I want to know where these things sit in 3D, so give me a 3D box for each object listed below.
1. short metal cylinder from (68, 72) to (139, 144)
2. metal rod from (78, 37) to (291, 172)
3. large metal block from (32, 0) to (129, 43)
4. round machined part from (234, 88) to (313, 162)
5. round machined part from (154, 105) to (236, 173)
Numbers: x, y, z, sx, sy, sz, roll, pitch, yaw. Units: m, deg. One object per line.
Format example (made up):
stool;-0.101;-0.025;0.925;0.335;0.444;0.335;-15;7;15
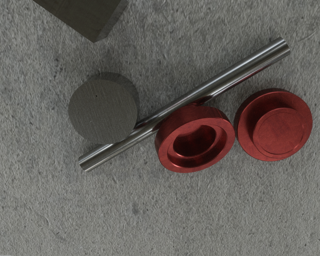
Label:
short metal cylinder;-0.067;-0.026;0.386;0.081;0.050;0.079;0;110;0
metal rod;0.023;-0.025;0.400;0.300;0.025;0.025;-30;108;10
large metal block;-0.084;-0.138;0.329;0.080;0.080;0.050;34;107;-12
round machined part;0.150;0.000;0.402;0.099;0.042;0.097;0;110;0
round machined part;0.041;0.010;0.391;0.099;0.042;0.097;-10;135;-10
